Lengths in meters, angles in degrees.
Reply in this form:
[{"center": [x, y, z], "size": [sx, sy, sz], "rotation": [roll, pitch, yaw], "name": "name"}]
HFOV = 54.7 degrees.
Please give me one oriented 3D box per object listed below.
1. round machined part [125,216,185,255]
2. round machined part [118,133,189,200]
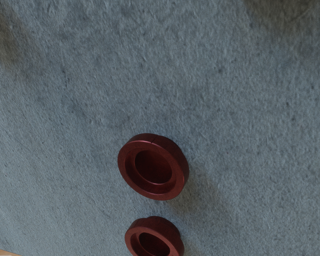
[{"center": [-0.005, 0.185, 0.511], "size": [0.098, 0.042, 0.097], "rotation": [13, 124, 20], "name": "round machined part"}, {"center": [-0.006, 0.049, 0.427], "size": [0.098, 0.042, 0.097], "rotation": [13, 124, 20], "name": "round machined part"}]
